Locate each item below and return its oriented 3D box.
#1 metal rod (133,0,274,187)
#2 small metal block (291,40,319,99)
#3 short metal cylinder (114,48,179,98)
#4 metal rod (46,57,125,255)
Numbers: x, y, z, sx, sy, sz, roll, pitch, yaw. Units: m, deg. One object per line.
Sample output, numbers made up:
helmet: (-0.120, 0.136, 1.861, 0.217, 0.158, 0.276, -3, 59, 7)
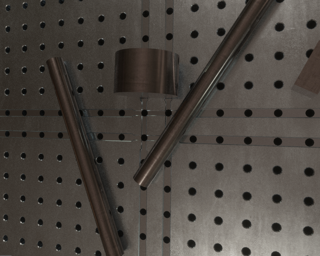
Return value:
metal rod: (0.054, -0.050, 0.392, 0.025, 0.025, 0.299, 36, 101, 16)
small metal block: (0.170, -0.062, 0.339, 0.025, 0.050, 0.050, 30, 100, 17)
short metal cylinder: (-0.016, -0.066, 0.388, 0.080, 0.080, 0.050, 3, 91, 19)
metal rod: (-0.110, 0.039, 0.449, 0.025, 0.025, 0.299, -21, 83, 18)
